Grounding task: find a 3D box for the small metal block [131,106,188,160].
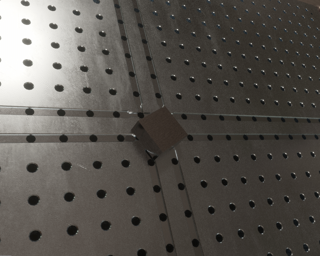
[{"bbox_3d":[0.000,0.006,0.406,0.050,0.025,0.050,-31,79,-38],"label":"small metal block"}]
